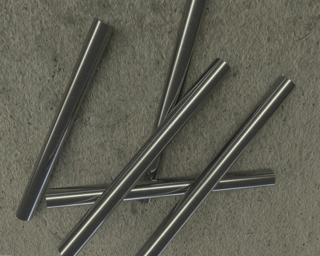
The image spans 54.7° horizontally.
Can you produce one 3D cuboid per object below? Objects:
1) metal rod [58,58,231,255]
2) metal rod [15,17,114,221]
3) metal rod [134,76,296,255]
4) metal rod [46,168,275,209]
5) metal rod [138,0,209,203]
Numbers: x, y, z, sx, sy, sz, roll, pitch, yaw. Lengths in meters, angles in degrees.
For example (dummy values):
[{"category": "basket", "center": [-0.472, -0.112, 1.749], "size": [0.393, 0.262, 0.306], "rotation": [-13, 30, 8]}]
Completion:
[{"category": "metal rod", "center": [-0.018, 0.036, 0.380], "size": [0.025, 0.025, 0.300], "rotation": [40, 89, -14]}, {"category": "metal rod", "center": [-0.132, 0.002, 0.408], "size": [0.025, 0.025, 0.298], "rotation": [25, 108, -9]}, {"category": "metal rod", "center": [0.068, 0.059, 0.395], "size": [0.025, 0.025, 0.299], "rotation": [38, 91, -13]}, {"category": "metal rod", "center": [0.008, 0.080, 0.415], "size": [0.302, 0.025, 0.025], "rotation": [-4, 111, -9]}, {"category": "metal rod", "center": [0.013, -0.035, 0.397], "size": [0.025, 0.025, 0.298], "rotation": [13, 109, -5]}]
